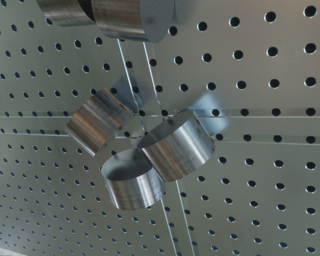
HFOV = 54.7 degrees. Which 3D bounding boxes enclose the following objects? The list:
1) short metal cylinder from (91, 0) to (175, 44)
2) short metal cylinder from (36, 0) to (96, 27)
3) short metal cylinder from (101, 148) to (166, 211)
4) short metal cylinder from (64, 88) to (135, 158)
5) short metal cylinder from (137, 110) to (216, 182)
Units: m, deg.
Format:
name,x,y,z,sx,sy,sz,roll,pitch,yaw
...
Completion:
name,x,y,z,sx,sy,sz,roll,pitch,yaw
short metal cylinder,-0.024,-0.128,0.308,0.050,0.080,0.079,13,124,21
short metal cylinder,-0.086,-0.150,0.327,0.050,0.080,0.079,5,121,25
short metal cylinder,-0.036,0.070,0.436,0.080,0.080,0.050,0,119,27
short metal cylinder,-0.079,-0.007,0.411,0.050,0.080,0.080,42,129,-1
short metal cylinder,0.020,0.021,0.377,0.080,0.080,0.050,-25,105,36
